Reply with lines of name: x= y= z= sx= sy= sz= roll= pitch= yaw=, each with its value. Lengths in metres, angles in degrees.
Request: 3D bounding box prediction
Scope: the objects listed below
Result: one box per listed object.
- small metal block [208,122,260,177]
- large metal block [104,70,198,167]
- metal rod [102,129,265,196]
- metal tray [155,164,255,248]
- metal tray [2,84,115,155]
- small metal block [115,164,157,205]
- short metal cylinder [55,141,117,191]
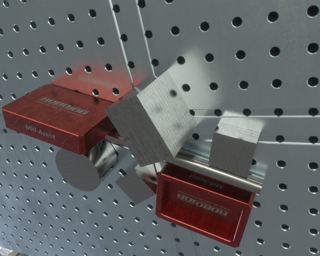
small metal block: x=0.090 y=0.026 z=0.380 sx=0.050 sy=0.025 sz=0.050 roll=16 pitch=125 yaw=19
large metal block: x=-0.007 y=-0.013 z=0.373 sx=0.050 sy=0.080 sz=0.080 roll=-20 pitch=108 yaw=36
metal rod: x=-0.009 y=0.029 z=0.434 sx=0.301 sy=0.025 sz=0.025 roll=18 pitch=126 yaw=17
metal tray: x=0.060 y=0.109 z=0.443 sx=0.130 sy=0.030 sz=0.089 roll=17 pitch=126 yaw=18
metal tray: x=-0.134 y=-0.017 z=0.428 sx=0.130 sy=0.090 sz=0.030 roll=17 pitch=125 yaw=18
small metal block: x=-0.033 y=0.086 z=0.483 sx=0.050 sy=0.025 sz=0.050 roll=48 pitch=129 yaw=-6
short metal cylinder: x=-0.115 y=0.052 z=0.487 sx=0.080 sy=0.050 sz=0.079 roll=13 pitch=124 yaw=21
